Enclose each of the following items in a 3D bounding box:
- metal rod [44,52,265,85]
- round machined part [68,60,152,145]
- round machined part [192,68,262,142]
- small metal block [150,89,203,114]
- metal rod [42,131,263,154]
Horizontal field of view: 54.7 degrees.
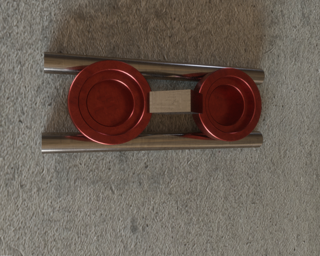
[{"bbox_3d":[0.007,-0.076,0.412,0.302,0.025,0.025,0,90,-20],"label":"metal rod"},{"bbox_3d":[-0.061,-0.029,0.374,0.099,0.042,0.097,0,90,-20],"label":"round machined part"},{"bbox_3d":[0.087,-0.031,0.428,0.099,0.042,0.097,0,90,-20],"label":"round machined part"},{"bbox_3d":[0.021,-0.030,0.377,0.050,0.050,0.025,0,90,23],"label":"small metal block"},{"bbox_3d":[0.005,0.017,0.412,0.302,0.025,0.025,0,90,-20],"label":"metal rod"}]
